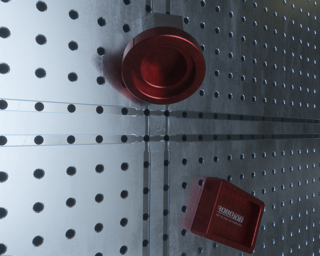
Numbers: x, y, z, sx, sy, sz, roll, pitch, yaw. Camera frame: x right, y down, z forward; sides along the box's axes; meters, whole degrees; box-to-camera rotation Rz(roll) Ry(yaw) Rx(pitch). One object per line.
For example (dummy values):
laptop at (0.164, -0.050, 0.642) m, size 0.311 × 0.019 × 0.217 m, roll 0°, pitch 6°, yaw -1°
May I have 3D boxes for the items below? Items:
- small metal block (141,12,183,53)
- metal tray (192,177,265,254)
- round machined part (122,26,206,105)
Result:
small metal block at (0.005, -0.123, 0.413) m, size 0.050 × 0.025 × 0.050 m, roll -11°, pitch 97°, yaw -40°
metal tray at (0.115, 0.143, 0.502) m, size 0.130 × 0.030 × 0.090 m, roll 32°, pitch 70°, yaw -36°
round machined part at (0.004, -0.079, 0.377) m, size 0.098 × 0.098 × 0.042 m, roll 38°, pitch 31°, yaw -34°
